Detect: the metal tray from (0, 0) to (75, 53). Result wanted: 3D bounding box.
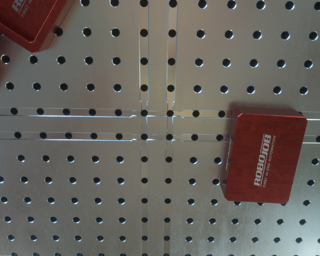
[{"bbox_3d":[-0.145,-0.163,0.349,0.090,0.030,0.129,33,107,-12],"label":"metal tray"}]

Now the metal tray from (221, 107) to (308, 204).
[{"bbox_3d":[0.139,0.039,0.426,0.090,0.030,0.129,3,110,-2],"label":"metal tray"}]
